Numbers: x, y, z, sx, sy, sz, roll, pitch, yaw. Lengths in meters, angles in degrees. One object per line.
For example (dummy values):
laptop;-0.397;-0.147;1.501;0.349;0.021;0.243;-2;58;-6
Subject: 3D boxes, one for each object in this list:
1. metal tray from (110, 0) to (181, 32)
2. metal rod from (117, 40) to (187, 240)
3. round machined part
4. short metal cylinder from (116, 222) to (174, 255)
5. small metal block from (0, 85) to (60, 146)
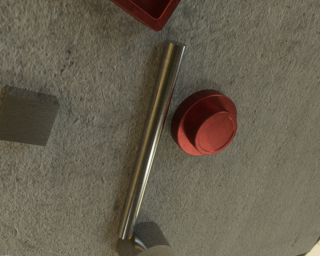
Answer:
metal tray;-0.029;-0.163;0.287;0.131;0.030;0.090;25;104;-37
metal rod;-0.018;0.033;0.418;0.025;0.025;0.298;1;118;-29
round machined part;0.068;-0.001;0.434;0.099;0.042;0.097;-14;125;-21
short metal cylinder;-0.025;0.201;0.503;0.081;0.050;0.079;-14;125;-21
small metal block;-0.140;-0.012;0.324;0.050;0.025;0.050;13;112;-34
